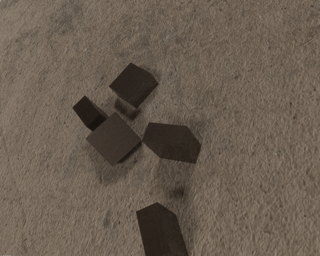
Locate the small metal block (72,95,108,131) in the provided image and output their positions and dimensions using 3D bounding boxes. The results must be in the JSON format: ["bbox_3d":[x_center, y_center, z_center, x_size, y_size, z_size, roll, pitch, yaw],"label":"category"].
[{"bbox_3d":[-0.090,-0.012,0.440,0.025,0.050,0.050,-45,51,-1],"label":"small metal block"}]

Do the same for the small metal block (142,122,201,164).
[{"bbox_3d":[0.015,0.018,0.368,0.050,0.050,0.025,6,65,30],"label":"small metal block"}]

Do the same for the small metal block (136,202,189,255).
[{"bbox_3d":[0.003,0.110,0.318,0.025,0.050,0.050,-27,53,11],"label":"small metal block"}]

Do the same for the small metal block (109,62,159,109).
[{"bbox_3d":[-0.039,-0.064,0.462,0.050,0.025,0.050,35,81,38],"label":"small metal block"}]

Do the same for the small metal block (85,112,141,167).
[{"bbox_3d":[-0.060,0.014,0.408,0.050,0.025,0.050,-43,95,-2],"label":"small metal block"}]
